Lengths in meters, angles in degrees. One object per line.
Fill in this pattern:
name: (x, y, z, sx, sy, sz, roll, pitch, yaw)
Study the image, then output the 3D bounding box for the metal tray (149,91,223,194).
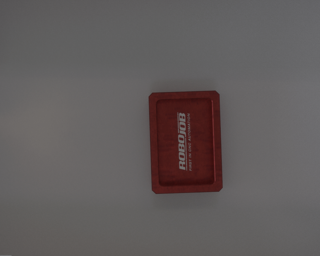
metal tray: (0.033, 0.018, 0.408, 0.091, 0.030, 0.129, -2, 90, 0)
